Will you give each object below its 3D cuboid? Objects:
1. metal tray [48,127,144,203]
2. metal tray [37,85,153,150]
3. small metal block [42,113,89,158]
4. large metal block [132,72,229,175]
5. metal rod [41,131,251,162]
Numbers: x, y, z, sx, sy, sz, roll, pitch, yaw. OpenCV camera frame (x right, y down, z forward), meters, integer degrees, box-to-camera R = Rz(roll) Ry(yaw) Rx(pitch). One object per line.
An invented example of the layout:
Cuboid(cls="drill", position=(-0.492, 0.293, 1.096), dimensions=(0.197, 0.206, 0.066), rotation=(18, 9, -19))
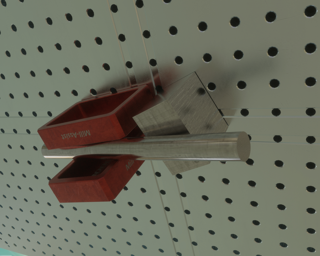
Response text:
Cuboid(cls="metal tray", position=(-0.068, 0.042, 0.403), dimensions=(0.090, 0.131, 0.030), rotation=(-10, 114, 32))
Cuboid(cls="metal tray", position=(-0.081, -0.014, 0.401), dimensions=(0.130, 0.090, 0.030), rotation=(-9, 115, 31))
Cuboid(cls="small metal block", position=(-0.143, 0.011, 0.475), dimensions=(0.025, 0.050, 0.050), rotation=(-8, 114, 31))
Cuboid(cls="large metal block", position=(0.027, -0.006, 0.355), dimensions=(0.050, 0.080, 0.080), rotation=(-25, 105, 36))
Cuboid(cls="metal rod", position=(-0.045, 0.024, 0.351), dimensions=(0.300, 0.025, 0.025), rotation=(-4, 117, 40))
